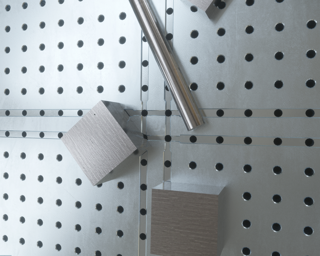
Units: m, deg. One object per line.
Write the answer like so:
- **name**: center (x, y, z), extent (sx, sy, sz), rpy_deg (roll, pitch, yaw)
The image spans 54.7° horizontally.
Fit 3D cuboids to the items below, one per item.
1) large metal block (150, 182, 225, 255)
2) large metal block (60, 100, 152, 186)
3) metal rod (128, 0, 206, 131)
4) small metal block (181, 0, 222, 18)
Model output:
- **large metal block**: center (0.036, 0.114, 0.386), extent (0.080, 0.050, 0.079), rpy_deg (2, 91, 19)
- **large metal block**: center (-0.073, 0.020, 0.424), extent (0.080, 0.050, 0.080), rpy_deg (-41, 78, 15)
- **metal rod**: center (-0.013, -0.136, 0.416), extent (0.025, 0.025, 0.299), rpy_deg (-26, 82, 18)
- **small metal block**: center (0.055, -0.177, 0.393), extent (0.050, 0.025, 0.050), rpy_deg (39, 102, 15)
